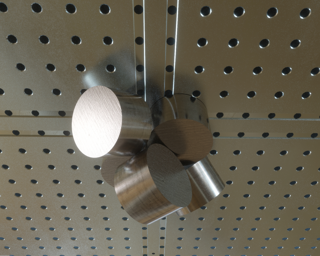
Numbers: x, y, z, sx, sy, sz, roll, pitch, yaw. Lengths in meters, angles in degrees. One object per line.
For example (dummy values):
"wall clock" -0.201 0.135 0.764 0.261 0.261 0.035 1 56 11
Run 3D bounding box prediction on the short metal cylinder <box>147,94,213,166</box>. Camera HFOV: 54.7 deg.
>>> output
"short metal cylinder" 0.025 0.003 0.398 0.081 0.050 0.079 0 130 0

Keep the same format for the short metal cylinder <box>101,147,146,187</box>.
"short metal cylinder" -0.038 0.043 0.431 0.081 0.050 0.079 0 130 0

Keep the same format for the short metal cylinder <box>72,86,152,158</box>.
"short metal cylinder" -0.056 -0.005 0.361 0.080 0.080 0.050 -38 155 27

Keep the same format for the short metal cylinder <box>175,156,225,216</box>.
"short metal cylinder" 0.043 0.078 0.434 0.080 0.080 0.050 -33 88 24

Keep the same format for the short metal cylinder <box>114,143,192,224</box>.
"short metal cylinder" -0.007 0.065 0.363 0.050 0.080 0.080 -34 123 25
